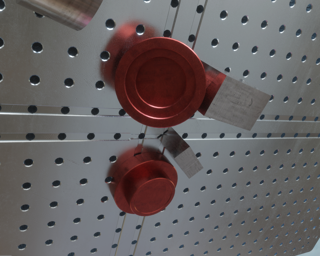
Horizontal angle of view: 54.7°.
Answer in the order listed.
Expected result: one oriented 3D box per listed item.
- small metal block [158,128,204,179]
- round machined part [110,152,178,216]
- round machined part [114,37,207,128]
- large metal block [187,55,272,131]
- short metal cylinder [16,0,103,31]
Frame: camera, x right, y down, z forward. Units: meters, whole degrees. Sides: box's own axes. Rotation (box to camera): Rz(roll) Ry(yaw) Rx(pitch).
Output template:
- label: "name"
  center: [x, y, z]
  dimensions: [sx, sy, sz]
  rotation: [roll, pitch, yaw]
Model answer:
- label: "small metal block"
  center: [0.029, 0.035, 0.432]
  dimensions: [0.025, 0.050, 0.050]
  rotation: [-37, 129, -3]
- label: "round machined part"
  center: [-0.018, 0.087, 0.444]
  dimensions: [0.099, 0.042, 0.097]
  rotation: [-14, 125, -21]
- label: "round machined part"
  center: [0.001, -0.053, 0.350]
  dimensions: [0.099, 0.042, 0.097]
  rotation: [1, 107, 3]
- label: "large metal block"
  center: [0.075, -0.045, 0.388]
  dimensions: [0.081, 0.080, 0.050]
  rotation: [15, 111, -35]
- label: "short metal cylinder"
  center: [-0.078, -0.128, 0.254]
  dimensions: [0.050, 0.080, 0.080]
  rotation: [18, 109, -35]
